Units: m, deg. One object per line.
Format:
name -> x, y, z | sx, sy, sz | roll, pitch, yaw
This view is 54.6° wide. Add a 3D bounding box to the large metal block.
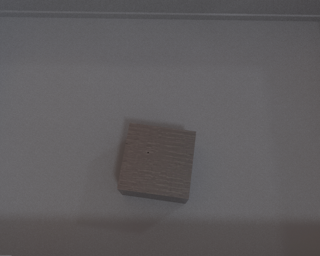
large metal block -> -0.002, 0.044, 0.380 | 0.080, 0.050, 0.080 | 8, 70, 3
